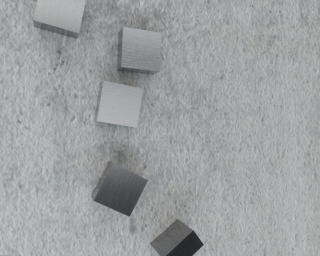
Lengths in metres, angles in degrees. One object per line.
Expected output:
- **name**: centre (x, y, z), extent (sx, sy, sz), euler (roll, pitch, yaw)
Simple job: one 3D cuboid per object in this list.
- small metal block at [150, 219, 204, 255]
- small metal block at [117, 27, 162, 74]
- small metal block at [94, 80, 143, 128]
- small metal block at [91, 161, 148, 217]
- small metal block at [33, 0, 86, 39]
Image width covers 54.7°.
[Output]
- **small metal block**: centre (0.021, 0.152, 0.405), extent (0.050, 0.050, 0.025), euler (-38, 103, -16)
- **small metal block**: centre (-0.027, -0.098, 0.400), extent (0.050, 0.025, 0.050), euler (3, 89, -20)
- **small metal block**: centre (-0.052, -0.029, 0.390), extent (0.050, 0.025, 0.050), euler (10, 87, -20)
- **small metal block**: centre (-0.051, 0.076, 0.391), extent (0.050, 0.025, 0.050), euler (30, 80, -18)
- **small metal block**: centre (-0.117, -0.140, 0.366), extent (0.050, 0.025, 0.050), euler (12, 86, -20)
